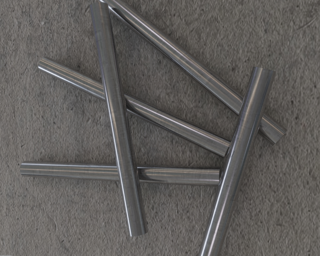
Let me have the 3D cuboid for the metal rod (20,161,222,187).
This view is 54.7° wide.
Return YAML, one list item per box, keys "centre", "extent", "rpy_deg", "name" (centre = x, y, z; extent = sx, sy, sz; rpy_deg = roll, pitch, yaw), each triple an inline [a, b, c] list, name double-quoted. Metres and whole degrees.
- centre: [-0.067, 0.062, 0.432]
  extent: [0.301, 0.025, 0.025]
  rpy_deg: [-1, 90, 19]
  name: "metal rod"

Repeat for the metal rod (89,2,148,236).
- centre: [-0.054, -0.014, 0.400]
  extent: [0.025, 0.025, 0.298]
  rpy_deg: [-12, 86, 19]
  name: "metal rod"

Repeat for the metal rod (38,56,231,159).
- centre: [-0.046, -0.035, 0.425]
  extent: [0.301, 0.025, 0.025]
  rpy_deg: [26, 99, 18]
  name: "metal rod"

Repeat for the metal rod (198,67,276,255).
- centre: [0.079, 0.078, 0.364]
  extent: [0.025, 0.025, 0.298]
  rpy_deg: [18, 102, 19]
  name: "metal rod"

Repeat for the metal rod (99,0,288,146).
- centre: [0.032, -0.086, 0.397]
  extent: [0.300, 0.025, 0.025]
  rpy_deg: [42, 103, 15]
  name: "metal rod"
